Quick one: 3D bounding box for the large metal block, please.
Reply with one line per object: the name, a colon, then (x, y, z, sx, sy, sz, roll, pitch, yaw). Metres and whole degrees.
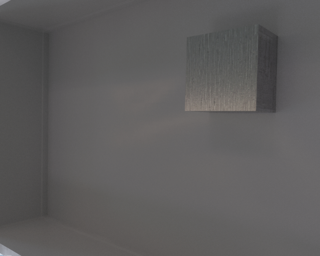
large metal block: (0.075, -0.057, 0.329, 0.080, 0.050, 0.080, 3, 92, 40)
